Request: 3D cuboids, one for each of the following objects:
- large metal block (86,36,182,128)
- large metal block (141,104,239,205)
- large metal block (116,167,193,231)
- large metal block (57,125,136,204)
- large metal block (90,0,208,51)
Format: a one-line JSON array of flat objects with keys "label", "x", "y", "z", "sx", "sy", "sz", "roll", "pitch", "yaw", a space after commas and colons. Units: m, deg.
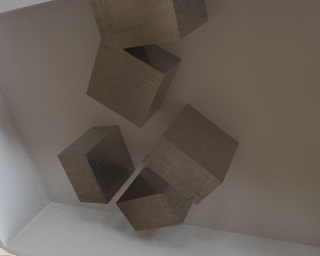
[{"label": "large metal block", "x": -0.033, "y": -0.061, "z": 0.371, "sx": 0.080, "sy": 0.050, "sz": 0.079, "roll": 32, "pitch": 128, "yaw": 7}, {"label": "large metal block", "x": 0.038, "y": 0.029, "z": 0.370, "sx": 0.080, "sy": 0.080, "sz": 0.050, "roll": 38, "pitch": 129, "yaw": 2}, {"label": "large metal block", "x": 0.001, "y": 0.090, "z": 0.427, "sx": 0.080, "sy": 0.080, "sz": 0.050, "roll": -21, "pitch": 107, "yaw": 35}, {"label": "large metal block", "x": -0.088, "y": 0.051, "z": 0.449, "sx": 0.050, "sy": 0.080, "sz": 0.080, "roll": -4, "pitch": 117, "yaw": 30}, {"label": "large metal block", "x": -0.007, "y": -0.116, "z": 0.304, "sx": 0.080, "sy": 0.080, "sz": 0.050, "roll": 0, "pitch": 118, "yaw": 28}]
